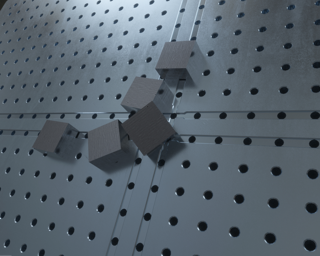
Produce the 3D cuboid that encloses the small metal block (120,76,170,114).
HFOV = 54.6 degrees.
[{"bbox_3d":[-0.021,-0.044,0.447,0.050,0.025,0.050,14,69,34],"label":"small metal block"}]

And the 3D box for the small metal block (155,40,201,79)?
[{"bbox_3d":[0.027,-0.100,0.456,0.050,0.025,0.050,6,64,31],"label":"small metal block"}]

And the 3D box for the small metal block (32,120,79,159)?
[{"bbox_3d":[-0.164,0.017,0.485,0.050,0.025,0.050,8,65,31],"label":"small metal block"}]

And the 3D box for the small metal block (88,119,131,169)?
[{"bbox_3d":[-0.072,0.022,0.434,0.050,0.025,0.050,-22,53,15],"label":"small metal block"}]

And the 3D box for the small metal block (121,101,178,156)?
[{"bbox_3d":[-0.013,0.001,0.401,0.050,0.025,0.050,-37,82,3],"label":"small metal block"}]
